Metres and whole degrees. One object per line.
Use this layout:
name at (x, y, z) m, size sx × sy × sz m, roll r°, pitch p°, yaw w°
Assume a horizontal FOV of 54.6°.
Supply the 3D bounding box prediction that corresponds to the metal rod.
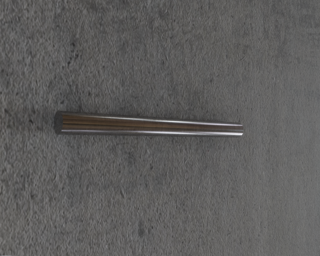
metal rod at (0.011, -0.001, 0.415) m, size 0.302 × 0.025 × 0.025 m, roll 2°, pitch 89°, yaw -40°
